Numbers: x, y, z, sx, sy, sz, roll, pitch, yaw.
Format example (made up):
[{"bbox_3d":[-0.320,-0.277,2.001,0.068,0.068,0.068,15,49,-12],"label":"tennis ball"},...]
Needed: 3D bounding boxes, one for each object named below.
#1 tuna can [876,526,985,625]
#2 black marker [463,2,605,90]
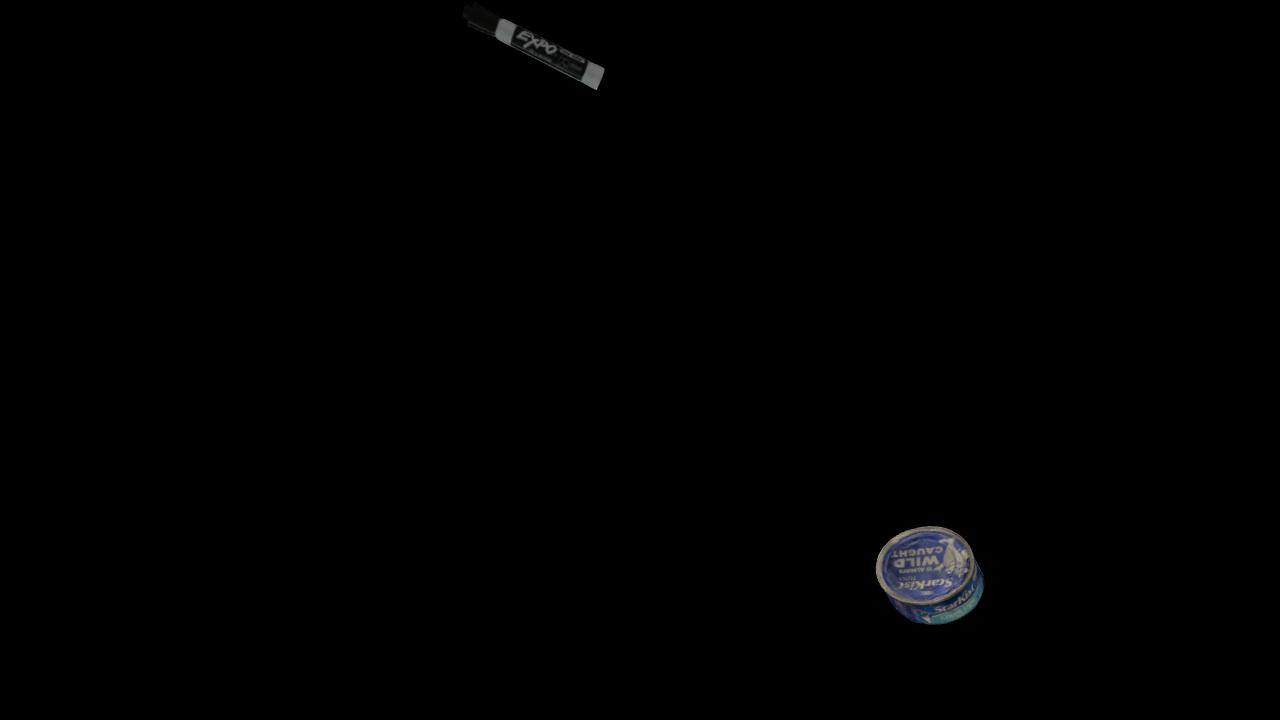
[{"bbox_3d":[0.259,0.192,0.551,0.084,0.034,0.084,-29,21,12],"label":"tuna can"},{"bbox_3d":[-0.088,-0.263,0.516,0.121,0.020,0.020,21,-6,-16],"label":"black marker"}]
